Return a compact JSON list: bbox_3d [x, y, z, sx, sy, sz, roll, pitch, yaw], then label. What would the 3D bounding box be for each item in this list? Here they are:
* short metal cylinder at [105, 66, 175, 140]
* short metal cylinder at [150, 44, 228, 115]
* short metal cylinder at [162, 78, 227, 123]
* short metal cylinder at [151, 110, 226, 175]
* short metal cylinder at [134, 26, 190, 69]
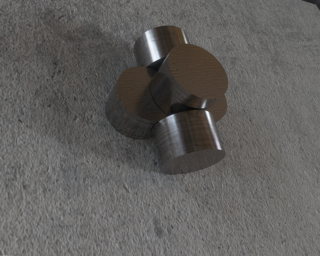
[{"bbox_3d":[-0.024,-0.031,0.396,0.081,0.050,0.080,14,56,-21],"label":"short metal cylinder"},{"bbox_3d":[0.035,-0.055,0.378,0.081,0.050,0.080,14,56,-21],"label":"short metal cylinder"},{"bbox_3d":[0.046,-0.032,0.435,0.081,0.050,0.080,14,56,-21],"label":"short metal cylinder"},{"bbox_3d":[0.034,0.020,0.378,0.081,0.080,0.050,0,62,-29],"label":"short metal cylinder"},{"bbox_3d":[0.007,-0.096,0.434,0.081,0.080,0.050,0,62,-29],"label":"short metal cylinder"}]
